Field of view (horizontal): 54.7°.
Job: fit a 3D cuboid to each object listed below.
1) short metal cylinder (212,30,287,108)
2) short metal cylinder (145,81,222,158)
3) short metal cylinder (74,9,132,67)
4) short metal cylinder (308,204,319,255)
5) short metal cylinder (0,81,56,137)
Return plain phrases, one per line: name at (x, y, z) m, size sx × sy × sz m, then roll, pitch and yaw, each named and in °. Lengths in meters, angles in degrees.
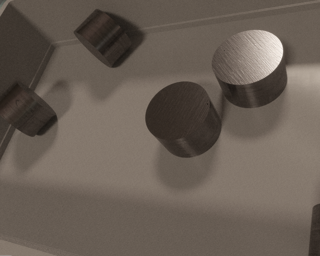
short metal cylinder at (0.109, -0.071, 0.375) m, size 0.080 × 0.050 × 0.080 m, roll -13°, pitch 56°, yaw 20°
short metal cylinder at (0.029, -0.010, 0.379) m, size 0.080 × 0.050 × 0.080 m, roll -13°, pitch 56°, yaw 20°
short metal cylinder at (-0.093, -0.145, 0.506) m, size 0.050 × 0.080 × 0.080 m, roll -48°, pitch 52°, yaw -6°
short metal cylinder at (0.157, 0.093, 0.232) m, size 0.080 × 0.080 × 0.050 m, roll 4°, pitch 64°, yaw 29°
short metal cylinder at (-0.217, -0.031, 0.501) m, size 0.050 × 0.080 × 0.080 m, roll -47°, pitch 52°, yaw -4°
